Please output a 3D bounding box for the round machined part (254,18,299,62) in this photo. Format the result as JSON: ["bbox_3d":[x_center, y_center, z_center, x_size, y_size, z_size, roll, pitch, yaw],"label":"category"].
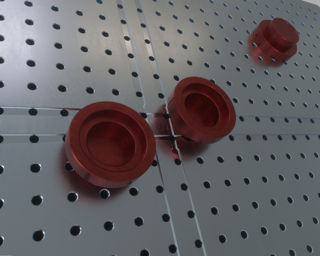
[{"bbox_3d":[0.248,-0.190,0.645,0.099,0.042,0.098,13,56,-21],"label":"round machined part"}]

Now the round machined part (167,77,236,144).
[{"bbox_3d":[0.054,-0.021,0.439,0.099,0.042,0.098,13,56,-21],"label":"round machined part"}]

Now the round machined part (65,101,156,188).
[{"bbox_3d":[-0.058,0.022,0.353,0.099,0.042,0.098,13,56,-21],"label":"round machined part"}]
